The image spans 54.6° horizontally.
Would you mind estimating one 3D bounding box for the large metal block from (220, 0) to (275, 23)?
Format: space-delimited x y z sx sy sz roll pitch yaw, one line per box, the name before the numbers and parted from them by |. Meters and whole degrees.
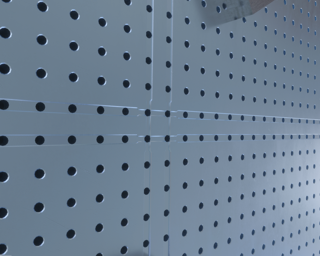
large metal block | 0.138 -0.231 0.506 0.080 0.050 0.080 -39 114 -33
